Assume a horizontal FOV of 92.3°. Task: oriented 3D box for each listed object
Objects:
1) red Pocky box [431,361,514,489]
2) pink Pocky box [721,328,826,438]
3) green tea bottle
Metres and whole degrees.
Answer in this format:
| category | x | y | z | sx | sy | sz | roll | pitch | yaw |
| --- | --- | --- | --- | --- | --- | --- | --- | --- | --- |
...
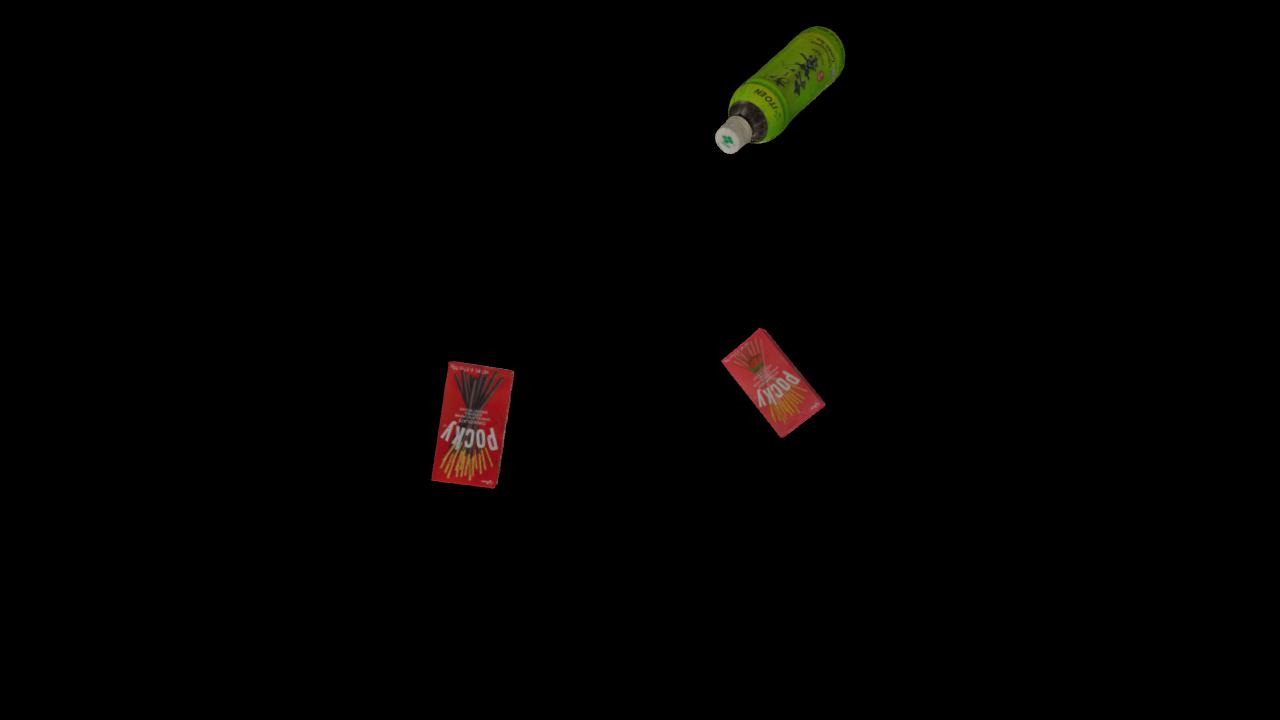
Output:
| category | x | y | z | sx | sy | sz | roll | pitch | yaw |
| --- | --- | --- | --- | --- | --- | --- | --- | --- | --- |
| red Pocky box | -0.213 | 0.083 | 0.788 | 0.083 | 0.155 | 0.028 | 8 | 1 | -8 |
| pink Pocky box | 0.205 | 0.034 | 0.953 | 0.084 | 0.155 | 0.029 | -41 | -18 | 18 |
| green tea bottle | 0.154 | -0.299 | 0.694 | 0.212 | 0.073 | 0.073 | -47 | 24 | -25 |
